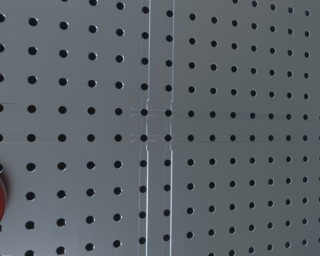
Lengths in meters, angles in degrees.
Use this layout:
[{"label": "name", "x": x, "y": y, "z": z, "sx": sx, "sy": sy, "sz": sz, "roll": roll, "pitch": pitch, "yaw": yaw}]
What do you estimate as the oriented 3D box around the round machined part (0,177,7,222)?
[{"label": "round machined part", "x": -0.215, "y": 0.078, "z": 0.324, "sx": 0.099, "sy": 0.042, "sz": 0.097, "roll": 0, "pitch": 90, "yaw": -20}]
